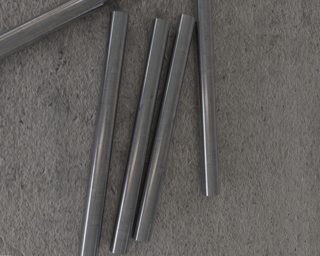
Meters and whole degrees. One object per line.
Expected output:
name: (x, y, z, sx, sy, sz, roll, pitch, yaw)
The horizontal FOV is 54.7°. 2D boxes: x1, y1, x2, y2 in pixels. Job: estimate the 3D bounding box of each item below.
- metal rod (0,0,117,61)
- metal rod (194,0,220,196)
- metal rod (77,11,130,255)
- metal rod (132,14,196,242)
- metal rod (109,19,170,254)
metal rod: (-0.115, -0.132, 0.366, 0.301, 0.025, 0.025, -35, 102, -17)
metal rod: (0.065, -0.056, 0.432, 0.025, 0.025, 0.298, -3, 91, -20)
metal rod: (-0.069, 0.006, 0.383, 0.025, 0.025, 0.298, 8, 87, -20)
metal rod: (0.006, -0.003, 0.410, 0.025, 0.025, 0.298, 13, 86, -20)
metal rod: (-0.025, 0.008, 0.399, 0.025, 0.025, 0.298, 12, 86, -20)
